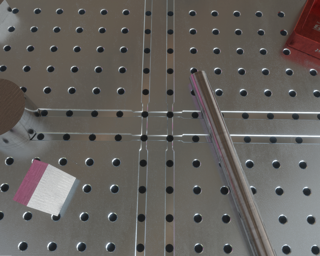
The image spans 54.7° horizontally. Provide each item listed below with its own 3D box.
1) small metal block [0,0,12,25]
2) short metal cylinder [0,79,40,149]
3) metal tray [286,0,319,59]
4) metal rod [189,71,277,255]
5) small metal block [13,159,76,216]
[{"bbox_3d":[-0.268,-0.180,0.476,0.050,0.025,0.050,25,72,8],"label":"small metal block"},{"bbox_3d":[-0.206,-0.017,0.403,0.081,0.050,0.080,0,70,0],"label":"short metal cylinder"},{"bbox_3d":[0.269,-0.141,0.461,0.130,0.030,0.090,26,72,9],"label":"metal tray"},{"bbox_3d":[0.095,0.061,0.389,0.025,0.025,0.299,-15,71,-6],"label":"metal rod"},{"bbox_3d":[-0.135,0.072,0.368,0.025,0.050,0.050,11,68,31],"label":"small metal block"}]
